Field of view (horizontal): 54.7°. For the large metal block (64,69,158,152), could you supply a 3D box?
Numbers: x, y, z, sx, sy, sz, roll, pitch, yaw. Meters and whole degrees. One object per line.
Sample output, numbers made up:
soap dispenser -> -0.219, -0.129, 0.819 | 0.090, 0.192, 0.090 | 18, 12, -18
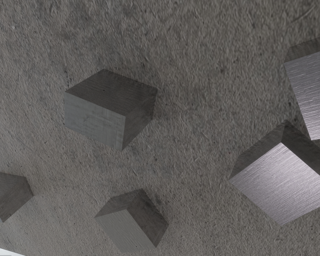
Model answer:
large metal block -> -0.060, -0.026, 0.387 | 0.080, 0.080, 0.050 | 22, 127, 15

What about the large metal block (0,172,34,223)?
large metal block -> -0.322, 0.138, 0.626 | 0.080, 0.080, 0.050 | 4, 120, 26

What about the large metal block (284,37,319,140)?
large metal block -> 0.167, -0.043, 0.276 | 0.080, 0.050, 0.080 | -15, 111, 34

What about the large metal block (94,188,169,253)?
large metal block -> -0.047, 0.154, 0.511 | 0.080, 0.050, 0.080 | -25, 105, 37

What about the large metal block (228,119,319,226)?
large metal block -> 0.139, 0.051, 0.349 | 0.080, 0.050, 0.080 | 41, 129, 0
